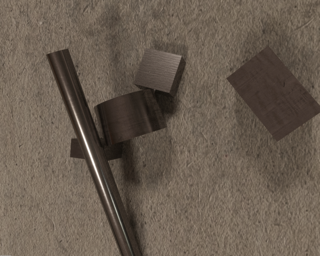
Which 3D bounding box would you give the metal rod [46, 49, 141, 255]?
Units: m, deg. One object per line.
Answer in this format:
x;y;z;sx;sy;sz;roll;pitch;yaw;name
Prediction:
-0.074;0.053;0.383;0.025;0.025;0.298;-11;106;19;metal rod

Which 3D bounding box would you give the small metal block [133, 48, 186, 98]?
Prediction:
0.000;-0.072;0.404;0.050;0.025;0.050;17;85;18;small metal block

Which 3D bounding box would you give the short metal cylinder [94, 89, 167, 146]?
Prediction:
-0.036;-0.013;0.389;0.080;0.080;0.050;-18;90;19;short metal cylinder

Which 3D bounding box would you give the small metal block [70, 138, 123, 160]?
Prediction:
-0.086;0.028;0.425;0.050;0.050;0.025;5;92;20;small metal block

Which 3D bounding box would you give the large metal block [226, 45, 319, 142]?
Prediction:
0.122;-0.034;0.337;0.050;0.080;0.080;-39;78;16;large metal block
